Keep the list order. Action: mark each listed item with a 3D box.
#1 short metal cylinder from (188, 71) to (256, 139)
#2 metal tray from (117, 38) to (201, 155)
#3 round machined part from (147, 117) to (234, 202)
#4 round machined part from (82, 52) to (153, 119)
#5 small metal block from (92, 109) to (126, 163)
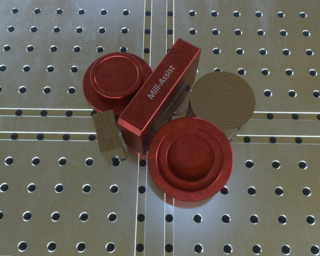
[{"bbox_3d":[0.077,-0.027,0.404,0.081,0.050,0.080,0,70,0],"label":"short metal cylinder"},{"bbox_3d":[0.001,-0.036,0.386,0.030,0.090,0.130,31,73,10],"label":"metal tray"},{"bbox_3d":[0.037,0.035,0.374,0.098,0.042,0.097,0,91,10],"label":"round machined part"},{"bbox_3d":[-0.056,-0.063,0.420,0.099,0.042,0.098,0,70,0],"label":"round machined part"},{"bbox_3d":[-0.063,0.011,0.389,0.025,0.050,0.050,-14,71,-5],"label":"small metal block"}]
